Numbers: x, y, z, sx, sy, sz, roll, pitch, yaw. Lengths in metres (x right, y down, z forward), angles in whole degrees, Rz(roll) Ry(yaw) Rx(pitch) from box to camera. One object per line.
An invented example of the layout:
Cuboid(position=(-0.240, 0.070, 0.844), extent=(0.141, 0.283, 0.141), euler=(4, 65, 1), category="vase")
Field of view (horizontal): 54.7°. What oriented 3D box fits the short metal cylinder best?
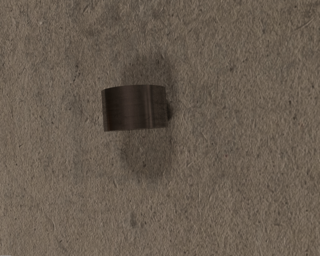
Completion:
Cuboid(position=(-0.031, -0.023, 0.390), extent=(0.080, 0.080, 0.050), euler=(-5, 89, 19), category="short metal cylinder")
